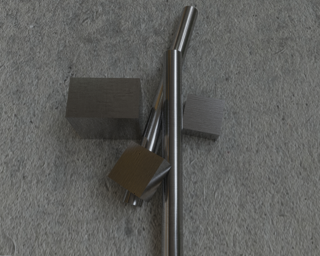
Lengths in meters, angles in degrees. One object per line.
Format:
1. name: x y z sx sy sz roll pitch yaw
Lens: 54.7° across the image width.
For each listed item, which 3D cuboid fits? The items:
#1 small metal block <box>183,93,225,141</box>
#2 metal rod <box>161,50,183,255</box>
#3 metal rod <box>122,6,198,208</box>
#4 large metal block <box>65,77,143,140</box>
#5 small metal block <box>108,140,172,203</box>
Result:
1. small metal block: 0.056 -0.014 0.414 0.050 0.025 0.050 11 70 3
2. metal rod: 0.015 0.046 0.376 0.025 0.025 0.299 1 76 0
3. metal rod: 0.006 -0.042 0.423 0.025 0.025 0.299 15 70 5
4. large metal block: -0.064 -0.021 0.386 0.081 0.080 0.050 1 70 0
5. small metal block: -0.023 0.050 0.360 0.050 0.025 0.050 27 78 31
